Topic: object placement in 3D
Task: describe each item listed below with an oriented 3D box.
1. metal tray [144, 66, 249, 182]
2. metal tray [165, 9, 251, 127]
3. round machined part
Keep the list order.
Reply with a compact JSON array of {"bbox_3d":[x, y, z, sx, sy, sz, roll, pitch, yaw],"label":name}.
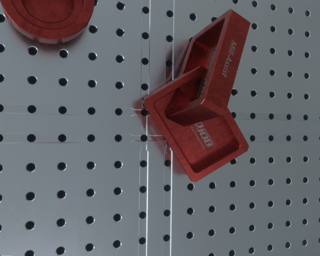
[{"bbox_3d":[0.048,-0.005,0.414,0.090,0.030,0.130,-31,101,0],"label":"metal tray"},{"bbox_3d":[0.058,-0.071,0.386,0.030,0.090,0.130,26,71,-21],"label":"metal tray"},{"bbox_3d":[-0.128,-0.145,0.356,0.099,0.042,0.097,0,90,-20],"label":"round machined part"}]
